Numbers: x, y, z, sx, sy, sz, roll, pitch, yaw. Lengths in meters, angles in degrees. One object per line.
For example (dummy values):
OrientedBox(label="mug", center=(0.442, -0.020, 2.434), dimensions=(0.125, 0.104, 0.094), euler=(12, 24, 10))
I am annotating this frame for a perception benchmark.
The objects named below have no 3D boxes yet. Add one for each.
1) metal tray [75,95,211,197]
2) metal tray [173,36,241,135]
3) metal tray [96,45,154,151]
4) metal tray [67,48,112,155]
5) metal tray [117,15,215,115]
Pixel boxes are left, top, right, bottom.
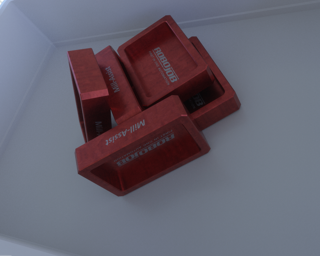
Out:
OrientedBox(label="metal tray", center=(-0.017, 0.026, 0.354), dimensions=(0.130, 0.090, 0.030), euler=(-29, 52, 10))
OrientedBox(label="metal tray", center=(0.037, -0.057, 0.416), dimensions=(0.090, 0.030, 0.130), euler=(-31, 51, 10))
OrientedBox(label="metal tray", center=(-0.038, -0.037, 0.402), dimensions=(0.030, 0.090, 0.130), euler=(-32, 52, 7))
OrientedBox(label="metal tray", center=(-0.087, -0.023, 0.396), dimensions=(0.030, 0.129, 0.090), euler=(-13, 50, -17))
OrientedBox(label="metal tray", center=(0.003, -0.085, 0.411), dimensions=(0.090, 0.030, 0.130), euler=(-32, 51, 7))
